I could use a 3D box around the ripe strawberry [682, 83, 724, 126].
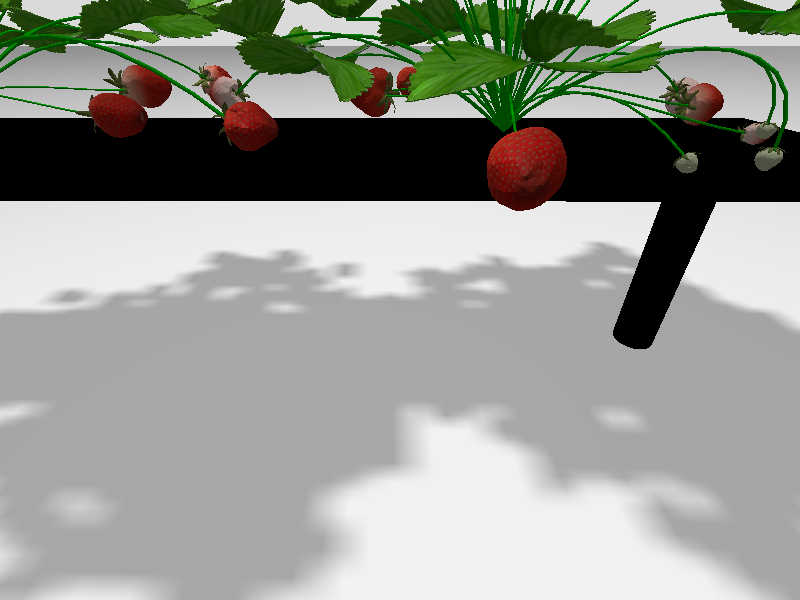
[{"bbox_3d":[0.264,-0.170,0.348,0.034,0.033,0.031,-6,34,-9],"label":"ripe strawberry"}]

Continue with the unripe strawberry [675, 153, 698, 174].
[{"bbox_3d":[0.162,-0.077,0.226,0.010,0.011,0.011,-20,-11,-27],"label":"unripe strawberry"}]

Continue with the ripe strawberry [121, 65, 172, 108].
[{"bbox_3d":[-0.261,-0.220,0.413,0.046,0.039,0.046,27,41,34],"label":"ripe strawberry"}]

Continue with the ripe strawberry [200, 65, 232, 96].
[{"bbox_3d":[-0.215,-0.258,0.476,0.039,0.035,0.035,24,23,31],"label":"ripe strawberry"}]

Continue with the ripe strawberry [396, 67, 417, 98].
[{"bbox_3d":[0.011,-0.271,0.498,0.033,0.034,0.036,-11,35,-16],"label":"ripe strawberry"}]

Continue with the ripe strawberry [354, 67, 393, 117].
[{"bbox_3d":[-0.026,-0.195,0.376,0.039,0.041,0.036,19,38,27],"label":"ripe strawberry"}]

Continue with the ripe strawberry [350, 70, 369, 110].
[{"bbox_3d":[-0.040,-0.219,0.418,0.040,0.039,0.037,27,42,35],"label":"ripe strawberry"}]

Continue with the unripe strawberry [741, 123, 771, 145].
[{"bbox_3d":[0.253,-0.118,0.284,0.017,0.014,0.017,10,35,13],"label":"unripe strawberry"}]

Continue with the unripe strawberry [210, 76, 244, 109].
[{"bbox_3d":[-0.175,-0.206,0.403,0.034,0.033,0.031,7,34,20],"label":"unripe strawberry"}]

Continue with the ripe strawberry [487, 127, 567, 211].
[{"bbox_3d":[0.055,-0.055,0.174,0.034,0.036,0.037,5,35,8],"label":"ripe strawberry"}]

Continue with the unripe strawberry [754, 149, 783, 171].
[{"bbox_3d":[0.196,-0.075,0.214,0.011,0.011,0.011,-25,41,-33],"label":"unripe strawberry"}]

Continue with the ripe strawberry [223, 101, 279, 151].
[{"bbox_3d":[-0.096,-0.112,0.261,0.031,0.031,0.034,11,35,10],"label":"ripe strawberry"}]

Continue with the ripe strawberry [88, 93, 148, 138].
[{"bbox_3d":[-0.207,-0.137,0.298,0.035,0.030,0.035,6,34,8],"label":"ripe strawberry"}]

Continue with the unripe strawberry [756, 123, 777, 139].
[{"bbox_3d":[0.232,-0.107,0.254,0.010,0.010,0.009,17,37,23],"label":"unripe strawberry"}]

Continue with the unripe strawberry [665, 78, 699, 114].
[{"bbox_3d":[0.279,-0.198,0.392,0.033,0.032,0.030,6,27,-31],"label":"unripe strawberry"}]
